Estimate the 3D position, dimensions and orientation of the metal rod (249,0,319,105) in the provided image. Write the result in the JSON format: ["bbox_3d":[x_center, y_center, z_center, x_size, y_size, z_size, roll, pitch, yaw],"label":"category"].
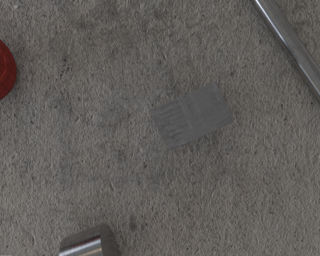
[{"bbox_3d":[0.165,-0.125,0.411,0.025,0.025,0.299,-34,90,0],"label":"metal rod"}]

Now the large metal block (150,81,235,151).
[{"bbox_3d":[0.036,-0.013,0.383,0.080,0.080,0.050,-24,90,0],"label":"large metal block"}]

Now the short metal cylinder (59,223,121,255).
[{"bbox_3d":[-0.082,0.166,0.382,0.050,0.080,0.080,-20,90,0],"label":"short metal cylinder"}]

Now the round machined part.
[{"bbox_3d":[-0.222,-0.075,0.372,0.099,0.042,0.097,8,79,-45],"label":"round machined part"}]
